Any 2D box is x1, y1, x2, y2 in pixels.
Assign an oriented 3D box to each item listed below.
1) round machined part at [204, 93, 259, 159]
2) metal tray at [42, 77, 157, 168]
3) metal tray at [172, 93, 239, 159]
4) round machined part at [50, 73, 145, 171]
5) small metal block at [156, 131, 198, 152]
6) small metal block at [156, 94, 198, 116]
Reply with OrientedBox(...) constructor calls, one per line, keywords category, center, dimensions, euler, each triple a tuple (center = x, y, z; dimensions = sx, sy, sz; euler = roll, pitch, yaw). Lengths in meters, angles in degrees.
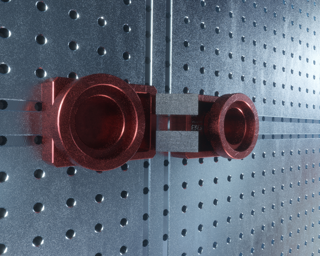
OrientedBox(category="round machined part", center=(0.104, -0.003, 0.469), dimensions=(0.099, 0.042, 0.097), euler=(0, 90, -40))
OrientedBox(category="metal tray", center=(-0.064, -0.007, 0.354), dimensions=(0.131, 0.030, 0.089), euler=(-1, 93, -40))
OrientedBox(category="metal tray", center=(0.076, -0.002, 0.470), dimensions=(0.131, 0.030, 0.089), euler=(1, 90, -40))
OrientedBox(category="round machined part", center=(-0.067, -0.006, 0.325), dimensions=(0.099, 0.042, 0.097), euler=(0, 90, -40))
OrientedBox(category="small metal block", center=(0.022, 0.016, 0.392), dimensions=(0.050, 0.050, 0.025), euler=(1, 90, 4))
OrientedBox(category="small metal block", center=(0.022, -0.028, 0.393), dimensions=(0.050, 0.050, 0.025), euler=(1, 90, 4))
